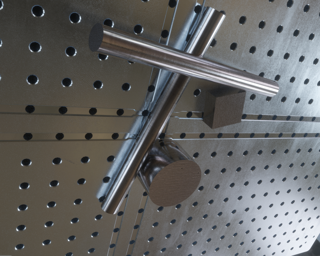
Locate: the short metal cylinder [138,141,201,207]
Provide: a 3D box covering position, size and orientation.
[{"bbox_3d":[0.011,0.065,0.443,0.081,0.050,0.079,-14,125,-21],"label":"short metal cylinder"}]

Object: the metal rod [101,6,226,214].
[{"bbox_3d":[-0.003,-0.011,0.403,0.025,0.025,0.298,18,109,-36],"label":"metal rod"}]

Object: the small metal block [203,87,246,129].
[{"bbox_3d":[0.092,-0.030,0.445,0.050,0.025,0.050,-13,124,-22],"label":"small metal block"}]

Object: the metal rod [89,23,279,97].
[{"bbox_3d":[0.057,-0.069,0.369,0.302,0.025,0.025,5,117,-42],"label":"metal rod"}]
